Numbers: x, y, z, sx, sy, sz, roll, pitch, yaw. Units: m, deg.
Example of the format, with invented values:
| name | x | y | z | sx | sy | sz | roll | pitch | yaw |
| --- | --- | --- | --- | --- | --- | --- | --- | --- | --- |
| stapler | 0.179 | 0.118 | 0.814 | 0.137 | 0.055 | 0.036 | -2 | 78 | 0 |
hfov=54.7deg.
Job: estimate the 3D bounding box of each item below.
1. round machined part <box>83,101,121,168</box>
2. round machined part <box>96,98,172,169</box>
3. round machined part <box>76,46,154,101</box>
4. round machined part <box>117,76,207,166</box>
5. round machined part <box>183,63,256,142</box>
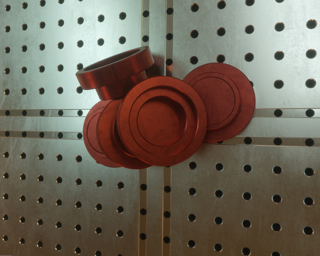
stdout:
| name | x | y | z | sx | sy | sz | roll | pitch | yaw |
| --- | --- | --- | --- | --- | --- | --- | --- | --- | --- |
| round machined part | -0.065 | 0.006 | 0.425 | 0.098 | 0.042 | 0.097 | 0 | 90 | 19 |
| round machined part | -0.028 | 0.003 | 0.387 | 0.099 | 0.042 | 0.097 | 1 | 87 | -17 |
| round machined part | -0.053 | -0.068 | 0.397 | 0.098 | 0.098 | 0.042 | -13 | 111 | 19 |
| round machined part | 0.000 | -0.007 | 0.352 | 0.099 | 0.042 | 0.097 | 0 | 89 | -14 |
| round machined part | 0.066 | -0.032 | 0.380 | 0.098 | 0.042 | 0.097 | 0 | 90 | 19 |
